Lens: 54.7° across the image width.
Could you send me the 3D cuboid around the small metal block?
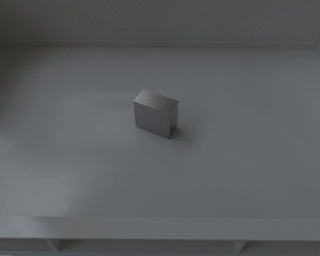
[{"bbox_3d":[-0.005,-0.018,0.404,0.050,0.050,0.025,21,53,16],"label":"small metal block"}]
